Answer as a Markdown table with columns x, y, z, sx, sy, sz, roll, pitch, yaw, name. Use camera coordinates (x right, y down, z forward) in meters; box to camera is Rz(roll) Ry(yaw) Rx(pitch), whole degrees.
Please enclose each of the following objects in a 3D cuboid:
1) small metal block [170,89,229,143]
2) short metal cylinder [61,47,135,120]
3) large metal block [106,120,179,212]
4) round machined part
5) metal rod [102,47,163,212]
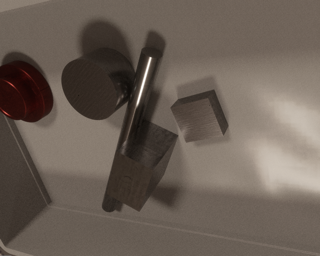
| x | y | z | sx | sy | sz | roll | pitch | yaw | name |
| --- | --- | --- | --- | --- | --- | --- | --- | --- | --- |
| 0.048 | -0.013 | 0.374 | 0.050 | 0.025 | 0.050 | -13 | 112 | 33 | small metal block |
| -0.077 | -0.057 | 0.396 | 0.080 | 0.050 | 0.079 | 13 | 124 | 21 | short metal cylinder |
| -0.023 | 0.049 | 0.414 | 0.050 | 0.080 | 0.079 | 26 | 128 | 11 | large metal block |
| -0.219 | -0.051 | 0.479 | 0.098 | 0.042 | 0.097 | 13 | 124 | 20 | round machined part |
| -0.049 | 0.025 | 0.445 | 0.025 | 0.025 | 0.298 | 28 | 128 | 10 | metal rod |
